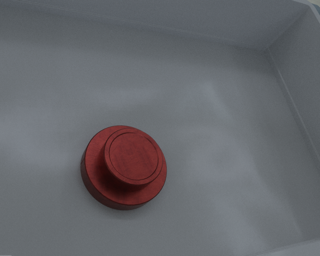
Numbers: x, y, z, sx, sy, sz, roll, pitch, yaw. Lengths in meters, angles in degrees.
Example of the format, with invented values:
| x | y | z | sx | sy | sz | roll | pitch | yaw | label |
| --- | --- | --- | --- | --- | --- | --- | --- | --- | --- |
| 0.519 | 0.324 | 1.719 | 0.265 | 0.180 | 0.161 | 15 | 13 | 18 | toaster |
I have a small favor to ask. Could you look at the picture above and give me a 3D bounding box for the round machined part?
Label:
| x | y | z | sx | sy | sz | roll | pitch | yaw | label |
| --- | --- | --- | --- | --- | --- | --- | --- | --- | --- |
| -0.036 | 0.039 | 0.351 | 0.099 | 0.042 | 0.098 | 13 | 56 | -21 | round machined part |
